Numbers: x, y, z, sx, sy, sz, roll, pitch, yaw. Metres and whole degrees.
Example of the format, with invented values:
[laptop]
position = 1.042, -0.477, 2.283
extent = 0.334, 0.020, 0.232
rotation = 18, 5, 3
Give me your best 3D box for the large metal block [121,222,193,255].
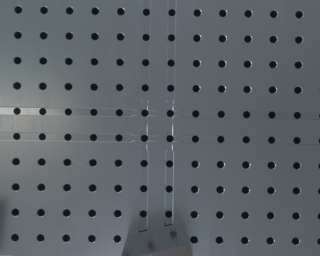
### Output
[large metal block]
position = 0.000, 0.163, 0.386
extent = 0.080, 0.080, 0.050
rotation = -13, 90, 0
